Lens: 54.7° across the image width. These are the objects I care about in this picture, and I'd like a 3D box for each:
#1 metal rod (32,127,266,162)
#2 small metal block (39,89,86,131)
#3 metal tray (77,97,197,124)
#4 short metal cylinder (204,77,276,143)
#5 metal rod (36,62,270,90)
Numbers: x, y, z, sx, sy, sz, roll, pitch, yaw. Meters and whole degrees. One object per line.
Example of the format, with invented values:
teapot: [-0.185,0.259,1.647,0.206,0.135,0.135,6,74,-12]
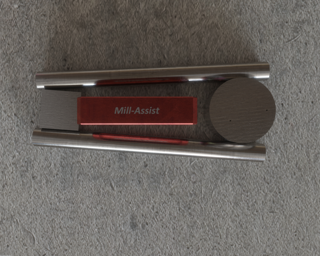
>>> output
metal rod: [-0.014,0.022,0.411,0.302,0.025,0.025,4,90,0]
small metal block: [-0.128,-0.023,0.411,0.050,0.025,0.050,4,90,0]
metal tray: [-0.024,-0.019,0.377,0.131,0.090,0.030,0,90,0]
short metal cylinder: [0.100,-0.022,0.399,0.081,0.050,0.079,0,90,0]
metal rod: [-0.009,-0.069,0.411,0.302,0.025,0.025,-3,90,0]
